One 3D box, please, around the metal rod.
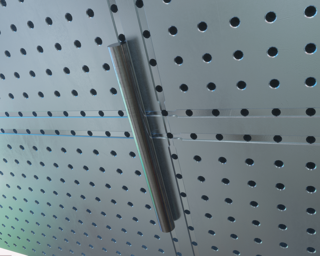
[{"bbox_3d":[-0.020,0.030,0.438,0.025,0.025,0.298,1,119,27],"label":"metal rod"}]
